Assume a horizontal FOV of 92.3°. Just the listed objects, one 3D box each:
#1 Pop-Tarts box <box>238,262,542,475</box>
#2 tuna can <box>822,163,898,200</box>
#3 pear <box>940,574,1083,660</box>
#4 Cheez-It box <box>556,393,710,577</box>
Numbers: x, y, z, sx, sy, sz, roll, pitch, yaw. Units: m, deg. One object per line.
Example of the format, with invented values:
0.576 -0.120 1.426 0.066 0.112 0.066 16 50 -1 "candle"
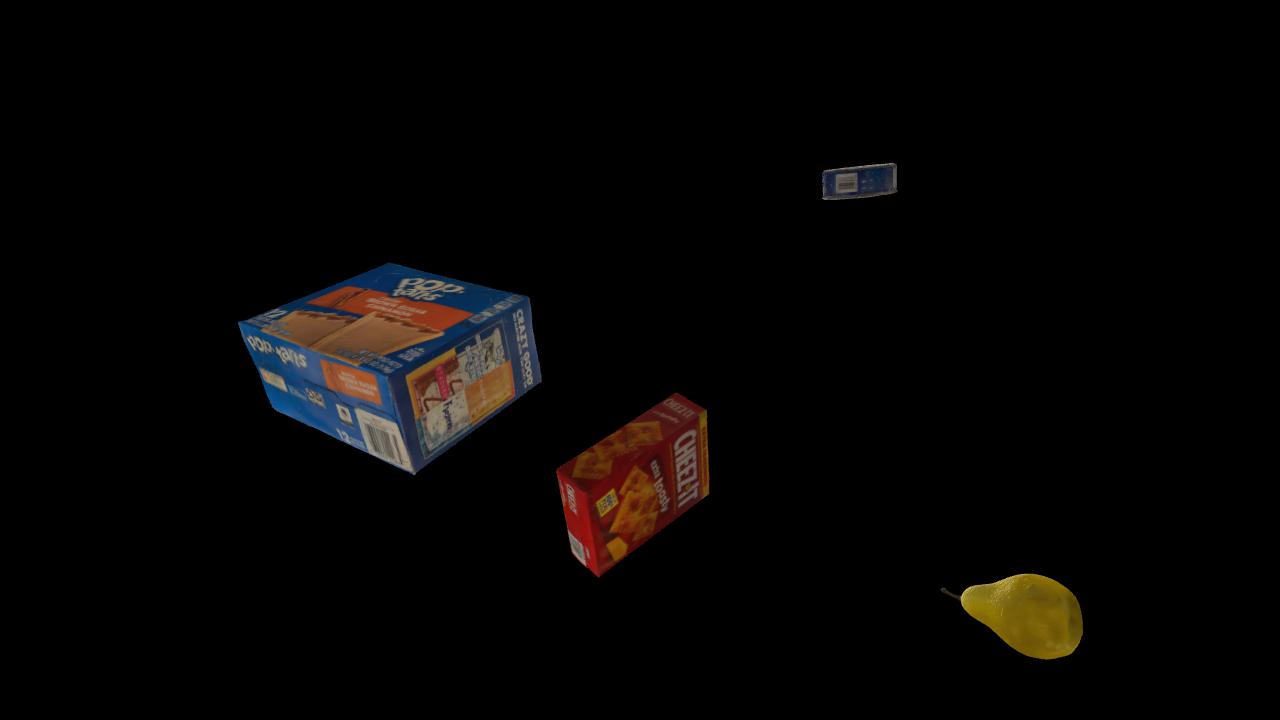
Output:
-0.189 -0.005 0.485 0.167 0.083 0.141 16 34 27 "Pop-Tarts box"
0.257 -0.210 0.722 0.084 0.034 0.084 -6 16 2 "tuna can"
0.350 0.239 0.585 0.080 0.080 0.111 0 -8 -37 "pear"
0.000 0.170 0.855 0.223 0.166 0.071 -29 41 -33 "Cheez-It box"
